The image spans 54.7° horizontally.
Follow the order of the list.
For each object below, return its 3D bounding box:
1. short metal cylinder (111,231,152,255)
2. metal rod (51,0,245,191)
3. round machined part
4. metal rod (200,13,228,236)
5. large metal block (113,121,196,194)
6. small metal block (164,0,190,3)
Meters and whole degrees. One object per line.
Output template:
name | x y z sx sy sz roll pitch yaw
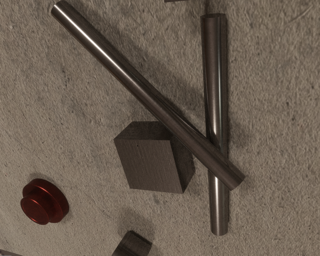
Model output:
short metal cylinder | -0.057 0.229 0.541 0.050 0.080 0.079 32 128 7
metal rod | -0.017 -0.041 0.369 0.300 0.025 0.025 45 129 4
round machined part | -0.233 0.151 0.609 0.098 0.042 0.097 13 124 20
metal rod | 0.070 0.018 0.380 0.025 0.025 0.298 7 122 24
large metal block | -0.005 0.037 0.415 0.080 0.050 0.080 0 118 28
small metal block | 0.022 -0.148 0.287 0.025 0.050 0.050 5 121 25
